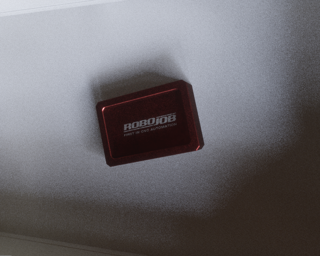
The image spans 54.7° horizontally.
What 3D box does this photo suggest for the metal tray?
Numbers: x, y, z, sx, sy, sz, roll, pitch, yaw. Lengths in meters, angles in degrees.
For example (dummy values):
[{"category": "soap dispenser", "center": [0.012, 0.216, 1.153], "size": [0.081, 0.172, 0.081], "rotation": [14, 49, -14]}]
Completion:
[{"category": "metal tray", "center": [-0.015, -0.004, 0.412], "size": [0.130, 0.030, 0.089], "rotation": [-13, 86, 19]}]
